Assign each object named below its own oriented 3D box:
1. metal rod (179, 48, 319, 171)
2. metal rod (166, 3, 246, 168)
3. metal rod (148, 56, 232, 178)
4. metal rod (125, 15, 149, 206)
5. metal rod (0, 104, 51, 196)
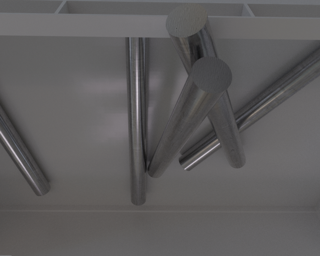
[{"bbox_3d":[0.134,-0.034,0.380,0.025,0.025,0.299,33,123,-25],"label":"metal rod"},{"bbox_3d":[0.063,-0.009,0.313,0.025,0.025,0.300,-16,154,13],"label":"metal rod"},{"bbox_3d":[0.012,0.016,0.325,0.025,0.025,0.299,6,161,-6],"label":"metal rod"},{"bbox_3d":[-0.029,0.003,0.411,0.025,0.025,0.298,2,130,-2],"label":"metal rod"},{"bbox_3d":[-0.210,-0.014,0.394,0.025,0.025,0.298,-7,130,6],"label":"metal rod"}]
